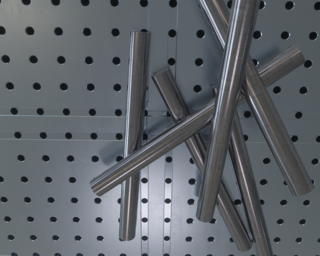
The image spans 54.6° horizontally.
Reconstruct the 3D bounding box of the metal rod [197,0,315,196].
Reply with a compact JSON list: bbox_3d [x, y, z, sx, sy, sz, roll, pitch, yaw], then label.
[{"bbox_3d":[0.093,-0.065,0.343,0.025,0.025,0.299,-26,90,9],"label":"metal rod"}]

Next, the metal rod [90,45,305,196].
[{"bbox_3d":[0.037,-0.002,0.384,0.300,0.025,0.025,-34,107,11],"label":"metal rod"}]

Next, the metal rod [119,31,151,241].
[{"bbox_3d":[-0.037,0.024,0.421,0.025,0.025,0.298,5,110,-2],"label":"metal rod"}]

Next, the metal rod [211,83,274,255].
[{"bbox_3d":[0.123,0.078,0.442,0.025,0.025,0.299,-17,109,6],"label":"metal rod"}]

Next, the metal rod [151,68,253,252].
[{"bbox_3d":[0.066,0.056,0.434,0.025,0.025,0.299,-25,108,9],"label":"metal rod"}]

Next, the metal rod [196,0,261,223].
[{"bbox_3d":[0.072,0.002,0.363,0.025,0.025,0.298,3,123,-1],"label":"metal rod"}]
